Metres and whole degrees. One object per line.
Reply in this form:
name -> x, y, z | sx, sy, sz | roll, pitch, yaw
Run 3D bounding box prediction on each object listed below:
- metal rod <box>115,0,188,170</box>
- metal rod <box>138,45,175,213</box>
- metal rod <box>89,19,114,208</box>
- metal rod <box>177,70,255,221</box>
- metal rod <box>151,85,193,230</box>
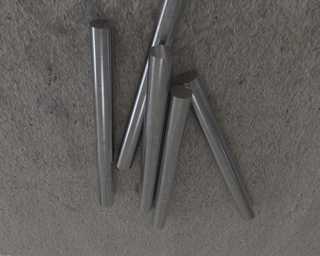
metal rod -> -0.011, -0.058, 0.357 | 0.025, 0.025, 0.298 | 12, 129, -10
metal rod -> -0.011, 0.028, 0.411 | 0.025, 0.025, 0.298 | 4, 136, -3
metal rod -> -0.074, 0.007, 0.412 | 0.025, 0.025, 0.298 | 4, 130, -4
metal rod -> 0.092, 0.045, 0.446 | 0.025, 0.025, 0.299 | -19, 128, 15
metal rod -> 0.010, 0.065, 0.446 | 0.025, 0.025, 0.298 | 4, 135, -4
